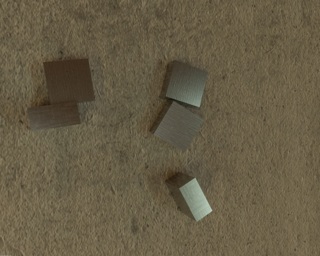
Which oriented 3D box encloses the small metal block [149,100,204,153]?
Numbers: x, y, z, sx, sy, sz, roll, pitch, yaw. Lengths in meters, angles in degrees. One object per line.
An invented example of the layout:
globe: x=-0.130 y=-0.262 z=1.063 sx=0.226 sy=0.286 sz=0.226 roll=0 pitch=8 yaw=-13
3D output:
small metal block: x=0.022 y=-0.003 z=0.413 sx=0.050 sy=0.025 sz=0.050 roll=31 pitch=90 yaw=-18

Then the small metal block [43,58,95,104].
small metal block: x=-0.108 y=-0.053 z=0.369 sx=0.050 sy=0.025 sz=0.050 roll=-10 pitch=93 yaw=-20

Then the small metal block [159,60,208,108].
small metal block: x=0.032 y=-0.058 z=0.421 sx=0.050 sy=0.025 sz=0.050 roll=16 pitch=84 yaw=-20

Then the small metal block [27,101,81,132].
small metal block: x=-0.120 y=-0.013 z=0.351 sx=0.050 sy=0.050 sz=0.025 roll=-10 pitch=94 yaw=-20

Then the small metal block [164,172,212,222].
small metal block: x=0.036 y=0.089 z=0.409 sx=0.025 sy=0.050 sz=0.050 roll=-30 pitch=100 yaw=-17
